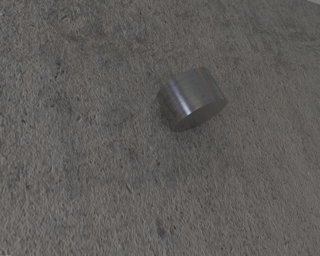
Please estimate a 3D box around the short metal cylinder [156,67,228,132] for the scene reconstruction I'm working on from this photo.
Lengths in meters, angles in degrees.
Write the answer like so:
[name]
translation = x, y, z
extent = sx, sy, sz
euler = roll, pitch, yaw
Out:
[short metal cylinder]
translation = 0.042, -0.036, 0.413
extent = 0.081, 0.080, 0.050
euler = -17, 71, -35
